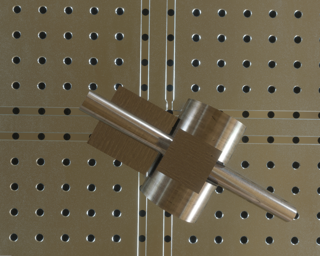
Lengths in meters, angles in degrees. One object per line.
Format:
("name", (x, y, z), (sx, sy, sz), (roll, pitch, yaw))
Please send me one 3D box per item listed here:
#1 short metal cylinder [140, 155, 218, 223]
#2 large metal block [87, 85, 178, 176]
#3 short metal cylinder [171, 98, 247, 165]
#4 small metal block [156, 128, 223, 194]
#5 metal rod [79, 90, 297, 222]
("short metal cylinder", (0.023, 0.072, 0.382), (0.080, 0.080, 0.050), (30, 90, 0))
("large metal block", (-0.033, 0.003, 0.395), (0.080, 0.050, 0.080), (29, 90, 0))
("short metal cylinder", (0.059, 0.004, 0.383), (0.080, 0.080, 0.050), (28, 90, 0))
("small metal block", (0.031, 0.035, 0.331), (0.050, 0.025, 0.050), (29, 90, 8))
("metal rod", (0.046, 0.041, 0.371), (0.301, 0.025, 0.025), (30, 90, -16))
